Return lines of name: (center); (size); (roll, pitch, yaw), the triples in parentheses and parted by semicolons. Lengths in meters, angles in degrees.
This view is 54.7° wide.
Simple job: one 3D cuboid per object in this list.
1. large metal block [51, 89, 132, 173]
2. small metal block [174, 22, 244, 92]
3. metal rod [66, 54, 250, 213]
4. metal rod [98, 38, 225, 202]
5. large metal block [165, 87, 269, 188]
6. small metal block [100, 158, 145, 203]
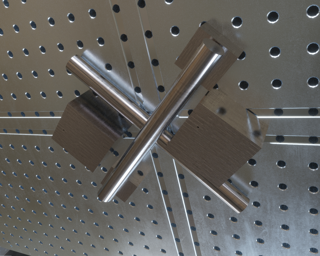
large metal block: (-0.099, 0.005, 0.451); (0.080, 0.050, 0.080); (40, 129, 1)
small metal block: (0.052, -0.077, 0.337); (0.050, 0.025, 0.050); (39, 129, 1)
metal rod: (-0.003, 0.008, 0.416); (0.300, 0.025, 0.025); (40, 129, 0)
metal rod: (-0.017, 0.013, 0.395); (0.025, 0.025, 0.298); (39, 129, 2)
large metal block: (0.066, 0.011, 0.367); (0.080, 0.050, 0.080); (37, 129, 3)
small metal block: (-0.060, 0.084, 0.495); (0.050, 0.025, 0.050); (38, 129, 2)
